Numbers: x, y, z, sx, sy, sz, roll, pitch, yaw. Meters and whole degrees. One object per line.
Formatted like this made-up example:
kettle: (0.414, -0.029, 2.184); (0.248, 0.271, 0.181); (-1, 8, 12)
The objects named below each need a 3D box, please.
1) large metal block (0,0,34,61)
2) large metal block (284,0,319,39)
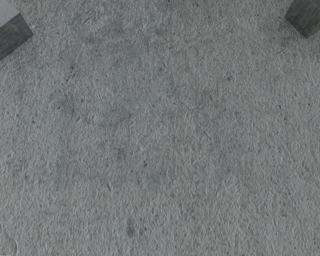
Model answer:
large metal block: (-0.249, -0.148, 0.447); (0.080, 0.050, 0.080); (41, 75, 13)
large metal block: (0.242, -0.190, 0.450); (0.080, 0.080, 0.050); (-34, 74, -11)
